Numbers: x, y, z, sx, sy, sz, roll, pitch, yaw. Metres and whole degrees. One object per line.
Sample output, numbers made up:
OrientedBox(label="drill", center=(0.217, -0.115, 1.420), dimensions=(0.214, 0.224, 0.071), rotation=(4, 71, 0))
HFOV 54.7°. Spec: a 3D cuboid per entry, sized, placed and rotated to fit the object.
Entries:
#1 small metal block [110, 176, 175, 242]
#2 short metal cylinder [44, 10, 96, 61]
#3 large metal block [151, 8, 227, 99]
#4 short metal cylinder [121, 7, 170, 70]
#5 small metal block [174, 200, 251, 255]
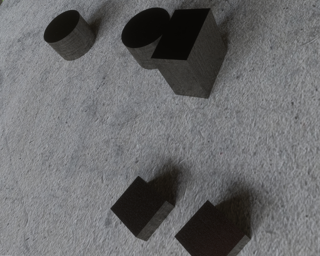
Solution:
OrientedBox(label="small metal block", center=(-0.020, 0.092, 0.358), dimensions=(0.050, 0.025, 0.050), rotation=(35, 81, 38))
OrientedBox(label="short metal cylinder", center=(-0.169, -0.174, 0.583), dimensions=(0.080, 0.050, 0.080), rotation=(-13, 56, 21))
OrientedBox(label="large metal block", center=(0.042, -0.096, 0.406), dimensions=(0.050, 0.080, 0.080), rotation=(12, 68, 33))
OrientedBox(label="short metal cylinder", center=(-0.012, -0.138, 0.479), dimensions=(0.080, 0.050, 0.080), rotation=(-13, 56, 21))
OrientedBox(label="small metal block", center=(0.052, 0.110, 0.309), dimensions=(0.050, 0.025, 0.050), rotation=(-47, 51, -5))
